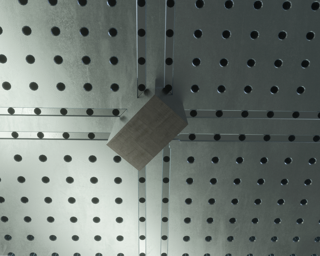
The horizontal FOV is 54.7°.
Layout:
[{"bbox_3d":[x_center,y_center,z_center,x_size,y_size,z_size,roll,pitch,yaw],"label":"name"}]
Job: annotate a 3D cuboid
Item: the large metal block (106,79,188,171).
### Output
[{"bbox_3d":[-0.015,-0.006,0.382,0.050,0.080,0.080,41,105,-14],"label":"large metal block"}]
